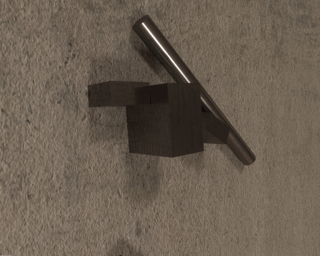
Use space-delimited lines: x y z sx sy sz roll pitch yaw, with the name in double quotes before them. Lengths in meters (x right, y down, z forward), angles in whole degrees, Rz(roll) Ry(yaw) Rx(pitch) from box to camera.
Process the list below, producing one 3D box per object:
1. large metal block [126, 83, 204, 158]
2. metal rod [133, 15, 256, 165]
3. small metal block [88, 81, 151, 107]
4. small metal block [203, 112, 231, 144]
"large metal block" 0.004 -0.010 0.374 0.050 0.080 0.079 -7 95 -40
"metal rod" 0.065 -0.039 0.461 0.300 0.025 0.025 46 62 -30
"small metal block" -0.047 -0.037 0.351 0.050 0.050 0.025 -5 93 -40
"small metal block" 0.064 0.001 0.444 0.050 0.050 0.025 34 69 -35
